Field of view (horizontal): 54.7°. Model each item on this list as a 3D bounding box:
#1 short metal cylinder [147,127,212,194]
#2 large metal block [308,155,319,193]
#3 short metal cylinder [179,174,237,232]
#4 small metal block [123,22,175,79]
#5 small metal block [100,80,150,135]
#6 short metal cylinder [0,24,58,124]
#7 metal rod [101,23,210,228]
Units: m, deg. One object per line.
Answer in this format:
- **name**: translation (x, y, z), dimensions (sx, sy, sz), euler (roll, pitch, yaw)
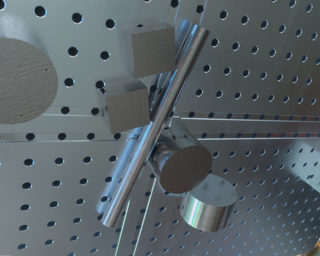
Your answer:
- **short metal cylinder**: translation (0.026, 0.045, 0.437), dimensions (0.081, 0.050, 0.079), euler (-14, 124, -21)
- **large metal block**: translation (0.375, 0.094, 0.658), dimensions (0.081, 0.050, 0.079), euler (-8, 122, -25)
- **short metal cylinder**: translation (0.075, 0.115, 0.488), dimensions (0.081, 0.080, 0.050), euler (-3, 120, -27)
- **small metal block**: translation (-0.011, -0.088, 0.351), dimensions (0.050, 0.025, 0.050), euler (-16, 125, -20)
- **small metal block**: translation (-0.041, -0.025, 0.373), dimensions (0.050, 0.025, 0.050), euler (-16, 125, -20)
- **short metal cylinder**: translation (-0.140, -0.050, 0.287), dimensions (0.081, 0.050, 0.079), euler (-14, 124, -21)
- **metal rod**: translation (-0.013, 0.010, 0.409), dimensions (0.025, 0.025, 0.298), euler (13, 112, -34)
